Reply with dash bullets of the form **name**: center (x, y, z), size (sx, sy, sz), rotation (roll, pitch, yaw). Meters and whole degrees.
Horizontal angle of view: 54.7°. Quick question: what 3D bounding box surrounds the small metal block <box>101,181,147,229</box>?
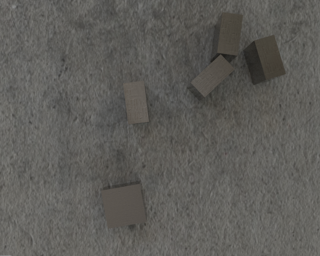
- **small metal block**: center (-0.046, 0.100, 0.409), size (0.050, 0.025, 0.050), rotation (-10, 90, -1)

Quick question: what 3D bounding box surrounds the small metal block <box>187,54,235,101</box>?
- **small metal block**: center (0.064, -0.063, 0.398), size (0.050, 0.050, 0.025), rotation (-43, 91, 0)

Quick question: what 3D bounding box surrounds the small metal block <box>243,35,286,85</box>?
- **small metal block**: center (0.133, -0.086, 0.399), size (0.025, 0.050, 0.050), rotation (-17, 90, 0)

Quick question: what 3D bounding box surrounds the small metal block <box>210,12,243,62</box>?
- **small metal block**: center (0.085, -0.114, 0.399), size (0.025, 0.050, 0.050), rotation (8, 90, 0)

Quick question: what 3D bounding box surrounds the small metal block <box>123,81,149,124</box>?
- **small metal block**: center (-0.029, -0.031, 0.397), size (0.025, 0.050, 0.050), rotation (-7, 90, 0)
